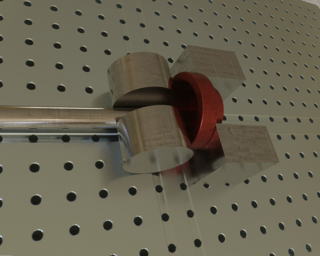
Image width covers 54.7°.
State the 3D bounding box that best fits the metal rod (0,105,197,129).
[{"bbox_3d":[-0.095,-0.012,0.349,0.303,0.025,0.025,-1,62,-24],"label":"metal rod"}]

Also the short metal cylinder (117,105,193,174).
[{"bbox_3d":[-0.007,0.015,0.359,0.081,0.080,0.050,1,62,-28],"label":"short metal cylinder"}]

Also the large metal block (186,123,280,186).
[{"bbox_3d":[0.088,0.036,0.399,0.081,0.080,0.050,3,61,-27],"label":"large metal block"}]

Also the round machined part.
[{"bbox_3d":[0.044,-0.021,0.397,0.042,0.097,0.098,1,62,-28],"label":"round machined part"}]

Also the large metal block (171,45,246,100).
[{"bbox_3d":[0.061,-0.069,0.449,0.081,0.080,0.050,0,62,-28],"label":"large metal block"}]

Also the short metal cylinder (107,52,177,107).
[{"bbox_3d":[-0.023,-0.050,0.391,0.081,0.080,0.050,1,62,-28],"label":"short metal cylinder"}]
